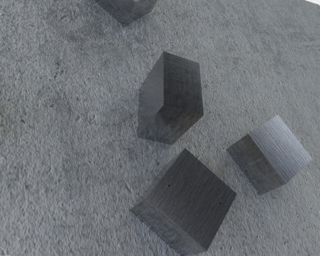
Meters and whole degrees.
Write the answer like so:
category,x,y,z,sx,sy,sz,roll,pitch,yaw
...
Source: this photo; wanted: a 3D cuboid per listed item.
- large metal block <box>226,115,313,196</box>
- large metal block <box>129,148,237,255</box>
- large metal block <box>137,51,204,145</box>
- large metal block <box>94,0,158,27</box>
category,x,y,z,sx,sy,sz,roll,pitch,yaw
large metal block,0.159,0.038,0.450,0.081,0.050,0.080,-25,76,-37
large metal block,0.027,0.084,0.351,0.080,0.050,0.080,42,51,0
large metal block,0.010,-0.035,0.395,0.050,0.080,0.080,14,56,-21
large metal block,-0.054,-0.219,0.492,0.080,0.050,0.080,42,51,1
